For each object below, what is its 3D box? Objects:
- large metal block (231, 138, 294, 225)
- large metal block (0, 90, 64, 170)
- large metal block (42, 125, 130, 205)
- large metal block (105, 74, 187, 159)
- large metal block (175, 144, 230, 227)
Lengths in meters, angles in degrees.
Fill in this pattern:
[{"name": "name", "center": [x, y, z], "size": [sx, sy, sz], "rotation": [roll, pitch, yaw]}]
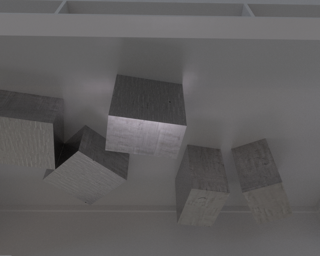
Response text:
[{"name": "large metal block", "center": [0.144, 0.076, 0.439], "size": [0.050, 0.080, 0.080], "rotation": [-20, 128, 16]}, {"name": "large metal block", "center": [-0.169, 0.003, 0.394], "size": [0.081, 0.050, 0.079], "rotation": [8, 130, -7]}, {"name": "large metal block", "center": [-0.102, 0.055, 0.438], "size": [0.080, 0.050, 0.080], "rotation": [-37, 122, 27]}, {"name": "large metal block", "center": [-0.016, -0.015, 0.360], "size": [0.081, 0.080, 0.050], "rotation": [8, 130, -7]}, {"name": "large metal block", "center": [0.056, 0.083, 0.444], "size": [0.050, 0.080, 0.079], "rotation": [8, 130, -7]}]
